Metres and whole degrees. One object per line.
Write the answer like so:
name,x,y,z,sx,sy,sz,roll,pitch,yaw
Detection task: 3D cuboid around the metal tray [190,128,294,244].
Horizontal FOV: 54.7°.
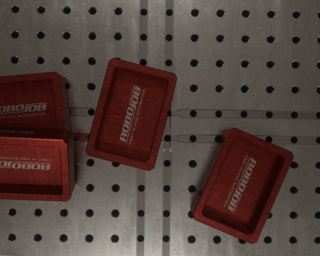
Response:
metal tray,0.107,0.074,0.412,0.090,0.030,0.129,23,90,-1

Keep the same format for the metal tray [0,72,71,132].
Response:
metal tray,-0.189,-0.022,0.408,0.131,0.030,0.089,-5,90,-1

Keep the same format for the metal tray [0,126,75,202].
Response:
metal tray,-0.177,0.045,0.387,0.131,0.030,0.089,3,115,-4

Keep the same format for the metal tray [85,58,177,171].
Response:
metal tray,-0.037,-0.017,0.410,0.091,0.030,0.129,14,90,-1
